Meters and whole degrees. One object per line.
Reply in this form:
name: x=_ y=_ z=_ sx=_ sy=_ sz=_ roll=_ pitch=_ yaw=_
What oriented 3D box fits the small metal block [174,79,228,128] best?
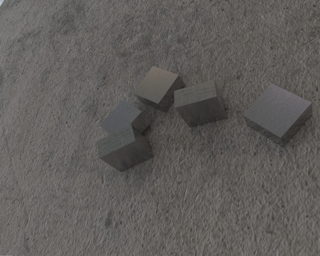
small metal block: x=0.050 y=-0.028 z=0.379 sx=0.050 sy=0.050 sz=0.025 roll=-14 pitch=56 yaw=20

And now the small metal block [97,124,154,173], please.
small metal block: x=-0.043 y=0.027 z=0.394 sx=0.050 sy=0.050 sz=0.025 roll=-26 pitch=53 yaw=12

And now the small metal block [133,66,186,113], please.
small metal block: x=-0.001 y=-0.055 z=0.438 sx=0.050 sy=0.025 sz=0.050 roll=26 pitch=76 yaw=37

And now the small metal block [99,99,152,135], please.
small metal block: x=-0.048 y=-0.006 z=0.429 sx=0.050 sy=0.025 sz=0.050 roll=-49 pitch=43 yaw=-6

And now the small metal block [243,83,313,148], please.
small metal block: x=0.131 y=-0.014 z=0.344 sx=0.050 sy=0.025 sz=0.050 roll=-47 pitch=51 yaw=-5
